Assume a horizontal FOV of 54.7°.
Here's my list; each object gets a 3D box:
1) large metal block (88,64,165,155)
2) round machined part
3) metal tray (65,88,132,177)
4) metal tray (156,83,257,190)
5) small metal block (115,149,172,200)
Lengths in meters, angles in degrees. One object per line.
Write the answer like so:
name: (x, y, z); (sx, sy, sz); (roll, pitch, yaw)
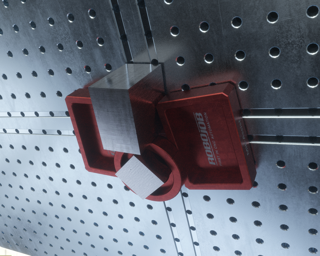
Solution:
large metal block: (-0.033, -0.026, 0.372); (0.050, 0.080, 0.079); (6, 121, 25)
round machined part: (-0.009, 0.047, 0.417); (0.098, 0.042, 0.097); (13, 124, 21)
metal tray: (-0.078, 0.010, 0.450); (0.090, 0.030, 0.129); (6, 121, 25)
metal tray: (0.059, 0.016, 0.381); (0.090, 0.030, 0.129); (-7, 115, 31)
small metal block: (-0.022, 0.058, 0.399); (0.050, 0.025, 0.050); (43, 129, -2)
